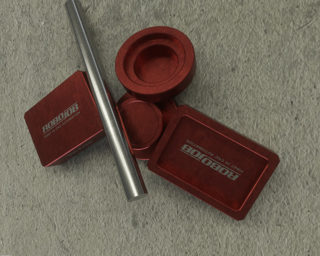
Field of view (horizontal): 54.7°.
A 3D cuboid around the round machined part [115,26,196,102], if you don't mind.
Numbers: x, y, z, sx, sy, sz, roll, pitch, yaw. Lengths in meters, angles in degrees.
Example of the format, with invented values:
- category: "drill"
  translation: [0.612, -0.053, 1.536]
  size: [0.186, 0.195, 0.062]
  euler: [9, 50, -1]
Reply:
- category: "round machined part"
  translation: [-0.003, -0.076, 0.391]
  size: [0.098, 0.042, 0.098]
  euler: [-4, 67, 11]

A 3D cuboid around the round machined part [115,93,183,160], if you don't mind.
- category: "round machined part"
  translation: [-0.022, -0.007, 0.409]
  size: [0.098, 0.042, 0.097]
  euler: [0, 90, 20]

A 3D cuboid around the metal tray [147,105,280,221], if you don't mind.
- category: "metal tray"
  translation: [0.062, 0.039, 0.374]
  size: [0.130, 0.030, 0.090]
  euler: [29, 99, 7]

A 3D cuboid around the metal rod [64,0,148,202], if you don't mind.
- category: "metal rod"
  translation: [-0.076, -0.051, 0.402]
  size: [0.025, 0.025, 0.299]
  euler: [-29, 68, 17]

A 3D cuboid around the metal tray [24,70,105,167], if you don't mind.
- category: "metal tray"
  translation: [-0.131, -0.011, 0.442]
  size: [0.130, 0.030, 0.090]
  euler: [-31, 77, 26]
